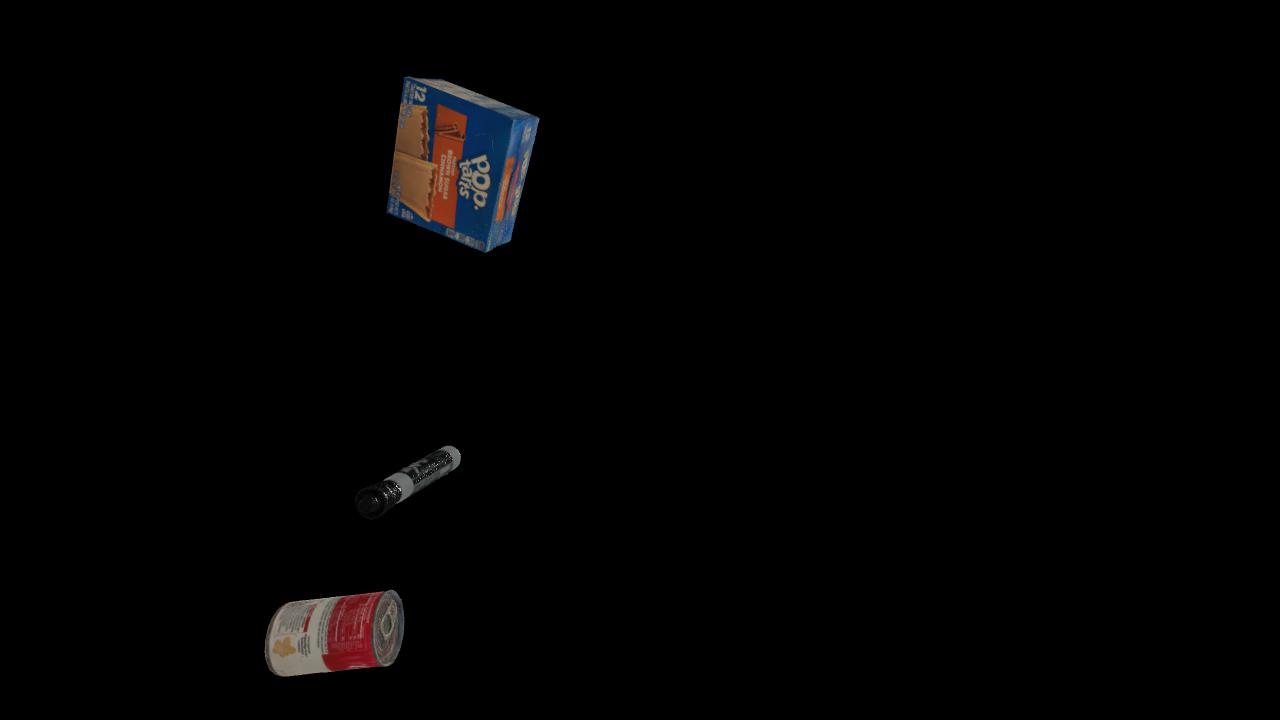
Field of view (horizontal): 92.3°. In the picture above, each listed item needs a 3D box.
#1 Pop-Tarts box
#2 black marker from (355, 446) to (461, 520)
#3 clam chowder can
[{"bbox_3d":[-0.220,-0.240,0.762,0.141,0.167,0.083,23,28,3],"label":"Pop-Tarts box"},{"bbox_3d":[-0.148,0.077,0.402,0.020,0.020,0.121,0,4,5],"label":"black marker"},{"bbox_3d":[-0.288,0.260,0.586,0.102,0.068,0.068,-6,0,0],"label":"clam chowder can"}]
